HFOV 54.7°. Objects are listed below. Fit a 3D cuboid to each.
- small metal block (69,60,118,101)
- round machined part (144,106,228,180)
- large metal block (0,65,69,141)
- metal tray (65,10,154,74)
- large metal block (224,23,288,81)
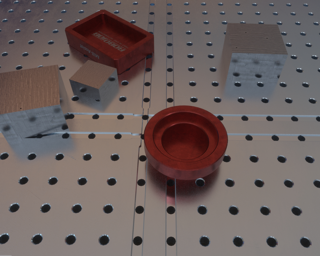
[{"bbox_3d":[-0.099,-0.072,0.468,0.050,0.025,0.050,20,53,15],"label":"small metal block"},{"bbox_3d":[0.030,0.022,0.379,0.099,0.042,0.098,0,50,0],"label":"round machined part"},{"bbox_3d":[-0.172,-0.036,0.420,0.081,0.050,0.080,-11,51,-9],"label":"large metal block"},{"bbox_3d":[-0.085,-0.151,0.530,0.130,0.030,0.090,34,58,25],"label":"metal tray"},{"bbox_3d":[0.148,-0.123,0.495,0.080,0.050,0.080,2,50,2],"label":"large metal block"}]
